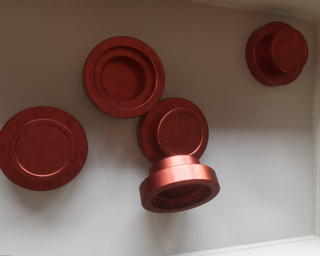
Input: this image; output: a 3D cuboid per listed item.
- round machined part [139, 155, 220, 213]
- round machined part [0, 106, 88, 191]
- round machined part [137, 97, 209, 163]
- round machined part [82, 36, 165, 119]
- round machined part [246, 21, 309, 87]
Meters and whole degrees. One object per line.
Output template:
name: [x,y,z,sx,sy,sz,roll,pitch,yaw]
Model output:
round machined part: [0.023,0.069,0.392,0.099,0.097,0.042,2,53,-21]
round machined part: [-0.132,0.024,0.353,0.099,0.042,0.097,0,90,-21]
round machined part: [0.022,0.008,0.411,0.099,0.042,0.097,0,90,-21]
round machined part: [-0.047,-0.060,0.385,0.099,0.042,0.097,0,90,-21]
round machined part: [0.184,-0.114,0.471,0.099,0.042,0.097,0,90,-21]
